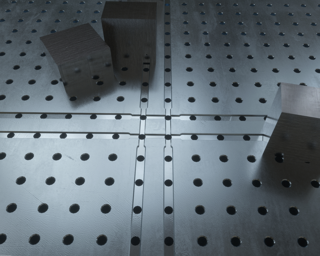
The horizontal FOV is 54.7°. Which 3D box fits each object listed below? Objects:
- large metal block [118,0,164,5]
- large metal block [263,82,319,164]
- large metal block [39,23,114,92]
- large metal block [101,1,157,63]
[{"bbox_3d":[-0.040,-0.285,0.611,0.081,0.080,0.050,-22,54,-18],"label":"large metal block"},{"bbox_3d":[0.177,-0.003,0.377,0.080,0.080,0.050,10,51,8],"label":"large metal block"},{"bbox_3d":[-0.129,-0.113,0.484,0.081,0.050,0.080,-25,55,-20],"label":"large metal block"},{"bbox_3d":[-0.046,-0.154,0.501,0.081,0.080,0.050,1,50,1],"label":"large metal block"}]
